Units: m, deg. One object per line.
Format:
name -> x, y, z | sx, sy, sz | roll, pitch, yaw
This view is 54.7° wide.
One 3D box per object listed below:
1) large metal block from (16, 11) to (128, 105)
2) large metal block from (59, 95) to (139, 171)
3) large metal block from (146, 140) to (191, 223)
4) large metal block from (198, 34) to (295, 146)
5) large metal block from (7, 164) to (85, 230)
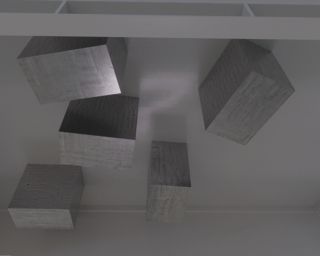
large metal block -> -0.081, -0.072, 0.311 | 0.080, 0.080, 0.050 | -7, 130, 6
large metal block -> -0.070, 0.001, 0.373 | 0.081, 0.080, 0.050 | 7, 130, -6
large metal block -> 0.009, 0.076, 0.437 | 0.050, 0.080, 0.079 | 5, 130, -4
large metal block -> 0.087, -0.042, 0.338 | 0.050, 0.080, 0.079 | 20, 127, -16
large metal block -> -0.162, 0.100, 0.457 | 0.081, 0.080, 0.050 | 2, 130, -2
